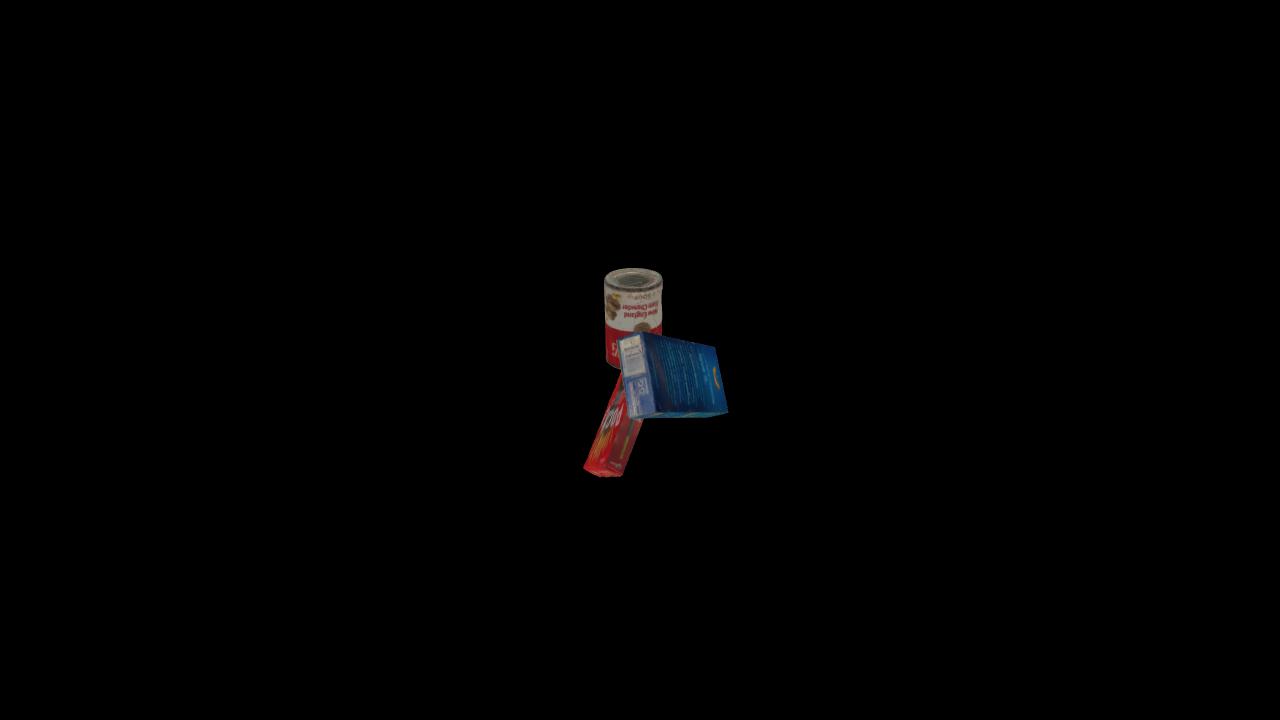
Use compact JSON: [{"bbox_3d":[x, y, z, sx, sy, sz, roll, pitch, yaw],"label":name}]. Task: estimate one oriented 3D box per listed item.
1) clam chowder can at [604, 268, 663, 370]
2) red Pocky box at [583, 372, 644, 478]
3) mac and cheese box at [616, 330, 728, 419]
[{"bbox_3d":[-0.007,-0.048,0.708,0.068,0.102,0.068,0,27,0],"label":"clam chowder can"},{"bbox_3d":[-0.018,0.062,0.729,0.028,0.155,0.083,27,-19,-16],"label":"red Pocky box"},{"bbox_3d":[0.044,0.022,0.735,0.041,0.093,0.184,-18,-14,30],"label":"mac and cheese box"}]
